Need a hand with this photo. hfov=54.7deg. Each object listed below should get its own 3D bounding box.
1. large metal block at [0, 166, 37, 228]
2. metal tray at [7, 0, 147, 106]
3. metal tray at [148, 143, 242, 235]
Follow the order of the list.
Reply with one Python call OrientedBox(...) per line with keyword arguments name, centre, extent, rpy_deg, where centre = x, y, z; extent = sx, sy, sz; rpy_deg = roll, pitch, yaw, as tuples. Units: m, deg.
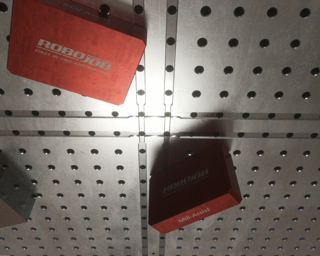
OrientedBox(name="large metal block", centre=(-0.259, 0.113, 0.488), extent=(0.080, 0.050, 0.080), rpy_deg=(-15, 129, 12))
OrientedBox(name="metal tray", centre=(-0.089, -0.084, 0.336), extent=(0.131, 0.030, 0.089), rpy_deg=(16, 128, -14))
OrientedBox(name="metal tray", centre=(0.044, 0.086, 0.443), extent=(0.130, 0.090, 0.030), rpy_deg=(-29, 124, 22))
